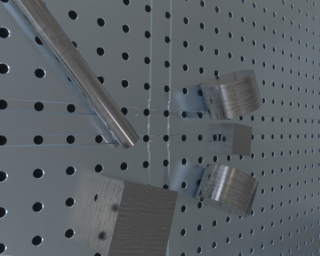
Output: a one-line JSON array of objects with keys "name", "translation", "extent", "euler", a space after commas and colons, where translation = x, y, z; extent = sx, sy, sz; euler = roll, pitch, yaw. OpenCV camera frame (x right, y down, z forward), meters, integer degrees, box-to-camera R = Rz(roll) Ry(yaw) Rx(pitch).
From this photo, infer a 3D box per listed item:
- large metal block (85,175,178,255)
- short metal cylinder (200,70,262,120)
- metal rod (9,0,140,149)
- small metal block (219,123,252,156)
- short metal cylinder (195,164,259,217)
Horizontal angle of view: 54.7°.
[{"name": "large metal block", "translation": [-0.032, 0.105, 0.367], "extent": [0.080, 0.050, 0.080], "euler": [20, 77, -38]}, {"name": "short metal cylinder", "translation": [0.106, -0.051, 0.463], "extent": [0.081, 0.080, 0.050], "euler": [-30, 109, -36]}, {"name": "metal rod", "translation": [-0.111, -0.096, 0.315], "extent": [0.025, 0.025, 0.299], "euler": [-49, 119, -29]}, {"name": "small metal block", "translation": [0.127, 0.020, 0.516], "extent": [0.050, 0.025, 0.050], "euler": [10, 84, -40]}, {"name": "short metal cylinder", "translation": [0.098, 0.092, 0.457], "extent": [0.080, 0.080, 0.050], "euler": [35, 68, -35]}]
